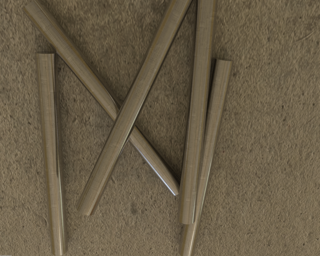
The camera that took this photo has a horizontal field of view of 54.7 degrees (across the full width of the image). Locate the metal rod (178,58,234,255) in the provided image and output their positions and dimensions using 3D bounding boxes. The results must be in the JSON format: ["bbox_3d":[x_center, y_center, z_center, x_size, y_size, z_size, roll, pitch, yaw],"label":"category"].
[{"bbox_3d":[0.060,0.054,0.430,0.025,0.025,0.298,7,110,-3],"label":"metal rod"}]

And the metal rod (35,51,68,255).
[{"bbox_3d":[-0.146,0.048,0.425,0.025,0.025,0.298,3,110,-2],"label":"metal rod"}]

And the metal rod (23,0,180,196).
[{"bbox_3d":[-0.060,-0.027,0.399,0.025,0.025,0.300,-34,107,11],"label":"metal rod"}]

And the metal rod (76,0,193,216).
[{"bbox_3d":[-0.033,-0.027,0.376,0.025,0.025,0.298,24,99,-9],"label":"metal rod"}]

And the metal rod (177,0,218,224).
[{"bbox_3d":[0.046,-0.016,0.391,0.025,0.025,0.298,3,105,-2],"label":"metal rod"}]
